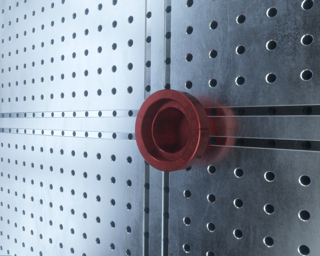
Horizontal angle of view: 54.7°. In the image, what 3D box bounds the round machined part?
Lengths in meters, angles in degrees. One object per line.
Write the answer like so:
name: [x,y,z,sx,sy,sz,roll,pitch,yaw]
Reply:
round machined part: [0.019,0.003,0.381,0.098,0.042,0.097,0,90,39]
